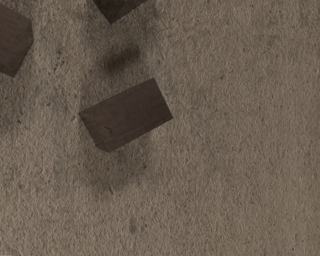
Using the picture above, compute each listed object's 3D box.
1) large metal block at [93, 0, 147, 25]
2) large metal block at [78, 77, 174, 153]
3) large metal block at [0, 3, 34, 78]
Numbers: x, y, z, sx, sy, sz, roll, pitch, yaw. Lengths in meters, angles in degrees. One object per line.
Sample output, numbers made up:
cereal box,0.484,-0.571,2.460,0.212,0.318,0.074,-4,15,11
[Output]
large metal block,-0.035,-0.177,0.367,0.080,0.080,0.050,-40,103,-16
large metal block,-0.043,-0.015,0.365,0.081,0.080,0.050,-29,100,-18
large metal block,-0.180,-0.097,0.313,0.080,0.080,0.050,27,81,-19
